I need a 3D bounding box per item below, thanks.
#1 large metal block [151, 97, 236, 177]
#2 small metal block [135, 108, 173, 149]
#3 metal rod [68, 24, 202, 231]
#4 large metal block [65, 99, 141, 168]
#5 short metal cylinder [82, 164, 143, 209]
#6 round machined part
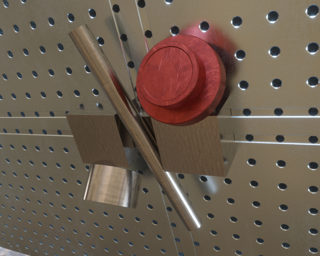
[{"bbox_3d":[0.043,0.010,0.379,0.080,0.050,0.080,1,119,27],"label":"large metal block"},{"bbox_3d":[-0.010,0.001,0.418,0.050,0.025,0.050,1,119,28],"label":"small metal block"},{"bbox_3d":[-0.023,0.011,0.397,0.025,0.025,0.299,-19,109,35],"label":"metal rod"},{"bbox_3d":[-0.074,0.006,0.439,0.080,0.050,0.080,2,120,27],"label":"large metal block"},{"bbox_3d":[-0.070,0.087,0.458,0.080,0.050,0.080,9,164,3],"label":"short metal cylinder"},{"bbox_3d":[0.016,-0.052,0.328,0.098,0.042,0.097,-4,82,27],"label":"round machined part"}]
